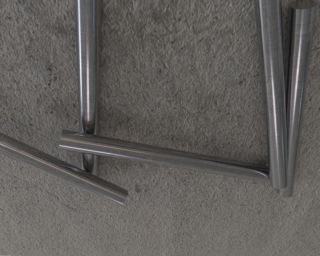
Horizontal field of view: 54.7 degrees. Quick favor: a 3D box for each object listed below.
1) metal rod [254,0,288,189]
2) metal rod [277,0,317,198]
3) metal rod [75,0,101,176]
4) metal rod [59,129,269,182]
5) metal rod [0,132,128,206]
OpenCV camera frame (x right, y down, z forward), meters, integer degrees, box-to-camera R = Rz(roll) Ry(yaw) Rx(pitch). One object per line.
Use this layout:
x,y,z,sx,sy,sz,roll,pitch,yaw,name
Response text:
0.134,-0.036,0.364,0.025,0.025,0.299,-12,126,10,metal rod
0.170,-0.010,0.399,0.025,0.025,0.298,-9,130,7,metal rod
-0.088,-0.025,0.385,0.025,0.025,0.298,6,130,-5,metal rod
0.020,0.042,0.423,0.302,0.025,0.025,11,130,-17,metal rod
-0.181,0.034,0.412,0.301,0.025,0.025,28,125,-14,metal rod
